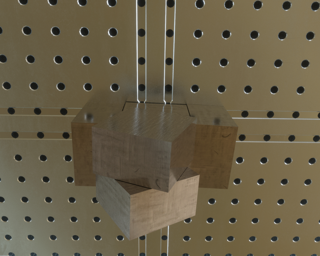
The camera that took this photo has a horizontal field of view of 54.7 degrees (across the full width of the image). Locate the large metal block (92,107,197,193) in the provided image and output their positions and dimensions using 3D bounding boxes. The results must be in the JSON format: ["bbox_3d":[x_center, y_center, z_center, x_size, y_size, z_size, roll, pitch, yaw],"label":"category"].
[{"bbox_3d":[-0.013,0.017,0.322,0.080,0.080,0.050,11,111,20],"label":"large metal block"}]

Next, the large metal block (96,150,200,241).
[{"bbox_3d":[-0.016,0.065,0.337,0.081,0.080,0.050,-10,114,-32],"label":"large metal block"}]

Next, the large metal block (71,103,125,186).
[{"bbox_3d":[-0.074,0.018,0.390,0.050,0.080,0.079,2,110,-1],"label":"large metal block"}]

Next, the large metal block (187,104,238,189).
[{"bbox_3d":[0.058,0.020,0.392,0.050,0.080,0.079,4,110,-2],"label":"large metal block"}]

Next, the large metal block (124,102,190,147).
[{"bbox_3d":[-0.007,0.013,0.403,0.081,0.050,0.079,2,110,-2],"label":"large metal block"}]
